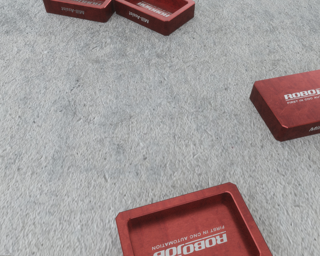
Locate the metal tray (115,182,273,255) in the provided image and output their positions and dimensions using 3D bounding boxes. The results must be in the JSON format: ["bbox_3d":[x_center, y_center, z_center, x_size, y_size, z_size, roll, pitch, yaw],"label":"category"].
[{"bbox_3d":[0.030,0.113,0.304,0.131,0.030,0.090,-13,51,-11],"label":"metal tray"}]

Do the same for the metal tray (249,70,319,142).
[{"bbox_3d":[0.205,-0.036,0.431,0.131,0.030,0.090,-11,51,-10],"label":"metal tray"}]

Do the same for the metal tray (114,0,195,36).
[{"bbox_3d":[-0.011,-0.231,0.593,0.130,0.030,0.090,32,57,23],"label":"metal tray"}]

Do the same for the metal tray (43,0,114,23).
[{"bbox_3d":[-0.151,-0.254,0.612,0.131,0.030,0.090,14,51,11],"label":"metal tray"}]
